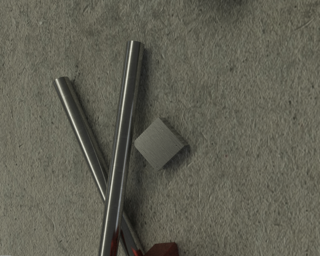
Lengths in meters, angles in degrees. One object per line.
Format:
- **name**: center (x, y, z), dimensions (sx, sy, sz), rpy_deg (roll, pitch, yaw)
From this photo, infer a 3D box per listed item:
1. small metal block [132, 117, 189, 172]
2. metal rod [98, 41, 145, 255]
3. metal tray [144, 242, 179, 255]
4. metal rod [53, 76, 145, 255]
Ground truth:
- **small metal block**: center (0.001, 0.021, 0.408), dimensions (0.050, 0.025, 0.050), rpy_deg (-45, 77, 14)
- **metal rod**: center (-0.051, 0.034, 0.408), dimensions (0.025, 0.025, 0.298), rpy_deg (6, 85, 19)
- **metal tray**: center (0.005, 0.217, 0.371), dimensions (0.030, 0.090, 0.129), rpy_deg (-12, 86, 19)
- **metal rod**: center (-0.084, 0.064, 0.437), dimensions (0.025, 0.025, 0.299), rpy_deg (-28, 81, 17)
